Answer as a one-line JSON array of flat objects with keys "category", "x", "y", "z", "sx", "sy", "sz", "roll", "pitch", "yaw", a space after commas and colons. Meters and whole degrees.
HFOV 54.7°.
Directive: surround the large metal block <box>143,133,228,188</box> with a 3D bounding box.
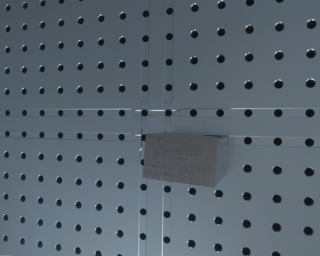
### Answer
[{"category": "large metal block", "x": 0.034, "y": 0.034, "z": 0.371, "sx": 0.080, "sy": 0.080, "sz": 0.050, "roll": 5, "pitch": 92, "yaw": 19}]
